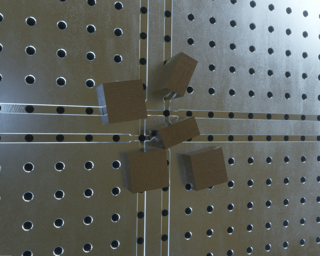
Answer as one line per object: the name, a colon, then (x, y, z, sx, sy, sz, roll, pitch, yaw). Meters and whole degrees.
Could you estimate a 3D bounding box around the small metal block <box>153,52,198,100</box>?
small metal block: (0.019, -0.067, 0.407, 0.025, 0.050, 0.050, 26, 82, -19)

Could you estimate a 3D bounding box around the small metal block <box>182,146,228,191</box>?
small metal block: (0.064, 0.056, 0.438, 0.050, 0.025, 0.050, -13, 95, -20)

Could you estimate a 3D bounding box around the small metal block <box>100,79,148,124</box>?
small metal block: (-0.047, -0.033, 0.396, 0.050, 0.025, 0.050, -10, 94, -20)

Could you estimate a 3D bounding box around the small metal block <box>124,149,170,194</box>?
small metal block: (-0.018, 0.055, 0.407, 0.050, 0.025, 0.050, -7, 93, -20)

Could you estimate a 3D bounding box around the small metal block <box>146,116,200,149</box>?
small metal block: (0.016, 0.005, 0.407, 0.050, 0.050, 0.025, -22, 98, -19)
